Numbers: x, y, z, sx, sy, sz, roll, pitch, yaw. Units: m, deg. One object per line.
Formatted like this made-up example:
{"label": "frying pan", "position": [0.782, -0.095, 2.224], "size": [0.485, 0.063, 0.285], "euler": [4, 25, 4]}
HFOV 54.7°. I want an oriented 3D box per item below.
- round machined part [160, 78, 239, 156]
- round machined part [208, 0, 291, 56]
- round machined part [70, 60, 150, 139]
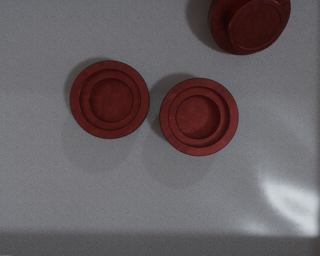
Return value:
{"label": "round machined part", "position": [0.049, -0.014, 0.404], "size": [0.099, 0.042, 0.097], "euler": [0, 90, -1]}
{"label": "round machined part", "position": [0.111, -0.131, 0.377], "size": [0.099, 0.042, 0.097], "euler": [-5, 133, -5]}
{"label": "round machined part", "position": [-0.062, -0.035, 0.402], "size": [0.099, 0.042, 0.097], "euler": [0, 90, -1]}
